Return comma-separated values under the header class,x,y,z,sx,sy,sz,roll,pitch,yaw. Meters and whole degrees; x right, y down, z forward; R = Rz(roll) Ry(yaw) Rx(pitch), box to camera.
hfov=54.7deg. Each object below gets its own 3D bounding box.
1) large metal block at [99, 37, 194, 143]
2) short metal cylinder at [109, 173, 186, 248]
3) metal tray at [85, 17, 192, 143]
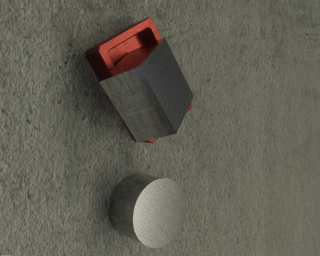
class,x,y,z,sx,sy,sz,roll,pitch,yaw
large metal block,-0.010,-0.043,0.346,0.080,0.050,0.080,60,33,-24
short metal cylinder,-0.015,0.098,0.378,0.081,0.050,0.079,0,90,-40
metal tray,-0.021,-0.057,0.385,0.090,0.030,0.130,-42,116,-32
